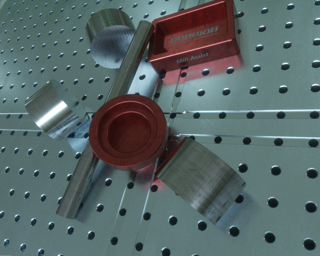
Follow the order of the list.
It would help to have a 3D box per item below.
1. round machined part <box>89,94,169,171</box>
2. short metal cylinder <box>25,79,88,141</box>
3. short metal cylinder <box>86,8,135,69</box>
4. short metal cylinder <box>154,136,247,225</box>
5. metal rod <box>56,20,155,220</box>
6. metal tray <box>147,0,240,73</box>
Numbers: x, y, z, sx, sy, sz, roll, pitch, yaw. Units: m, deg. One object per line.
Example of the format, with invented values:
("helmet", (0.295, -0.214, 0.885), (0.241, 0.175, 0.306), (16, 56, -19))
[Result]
("round machined part", (-0.037, 0.009, 0.400), (0.098, 0.042, 0.098), (-3, 66, 8))
("short metal cylinder", (-0.156, -0.027, 0.472), (0.050, 0.080, 0.080), (-38, 51, 3))
("short metal cylinder", (-0.076, -0.144, 0.501), (0.080, 0.080, 0.050), (-29, 52, 9))
("short metal cylinder", (0.040, 0.053, 0.319), (0.080, 0.080, 0.050), (35, 82, 38))
("metal rod", (-0.072, -0.021, 0.438), (0.025, 0.025, 0.299), (12, 74, 33))
("metal tray", (0.049, -0.139, 0.464), (0.130, 0.030, 0.090), (-9, 58, 23))
